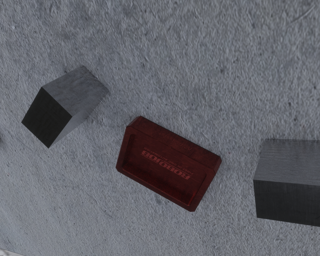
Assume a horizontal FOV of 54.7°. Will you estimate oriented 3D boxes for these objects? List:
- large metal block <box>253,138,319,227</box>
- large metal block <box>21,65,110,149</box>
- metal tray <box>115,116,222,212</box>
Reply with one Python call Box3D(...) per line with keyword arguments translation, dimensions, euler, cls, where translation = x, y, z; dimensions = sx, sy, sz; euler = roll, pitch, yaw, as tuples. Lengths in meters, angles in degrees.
Box3D(translation=(0.149, 0.054, 0.326), dimensions=(0.080, 0.080, 0.050), euler=(1, 119, 27), cls="large metal block")
Box3D(translation=(-0.127, -0.029, 0.420), dimensions=(0.050, 0.080, 0.080), euler=(45, 129, -4), cls="large metal block")
Box3D(translation=(0.008, 0.051, 0.430), dimensions=(0.130, 0.030, 0.089), euler=(27, 128, 10), cls="metal tray")
